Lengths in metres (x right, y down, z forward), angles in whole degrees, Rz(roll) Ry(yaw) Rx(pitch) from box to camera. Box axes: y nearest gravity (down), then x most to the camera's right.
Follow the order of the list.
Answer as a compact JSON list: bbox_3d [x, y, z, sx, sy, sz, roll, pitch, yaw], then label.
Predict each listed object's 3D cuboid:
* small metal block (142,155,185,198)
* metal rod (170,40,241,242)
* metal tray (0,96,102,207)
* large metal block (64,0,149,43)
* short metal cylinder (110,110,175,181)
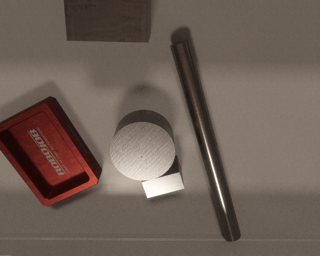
[{"bbox_3d":[0.004,0.065,0.422,0.050,0.050,0.025,-16,110,5],"label":"small metal block"},{"bbox_3d":[0.068,0.031,0.423,0.025,0.025,0.298,-16,110,5],"label":"metal rod"},{"bbox_3d":[-0.150,0.034,0.418,0.090,0.030,0.130,-26,108,8],"label":"metal tray"},{"bbox_3d":[-0.052,-0.123,0.336,0.081,0.080,0.050,1,110,-1],"label":"large metal block"},{"bbox_3d":[-0.022,0.021,0.406,0.081,0.050,0.079,0,110,-1],"label":"short metal cylinder"}]
